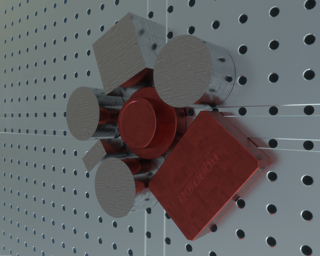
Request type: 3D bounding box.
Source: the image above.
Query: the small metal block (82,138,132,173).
[{"bbox_3d":[-0.077,0.040,0.456,0.050,0.050,0.025,-45,63,31],"label":"small metal block"}]

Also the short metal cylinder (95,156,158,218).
[{"bbox_3d":[-0.045,0.079,0.430,0.080,0.050,0.080,0,90,40],"label":"short metal cylinder"}]

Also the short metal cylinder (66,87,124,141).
[{"bbox_3d":[-0.098,-0.021,0.473,0.080,0.050,0.080,0,90,40],"label":"short metal cylinder"}]

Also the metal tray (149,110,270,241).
[{"bbox_3d":[0.051,0.055,0.363,0.090,0.030,0.129,48,118,29],"label":"metal tray"}]

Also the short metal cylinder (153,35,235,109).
[{"bbox_3d":[0.039,-0.062,0.360,0.080,0.050,0.080,0,90,40],"label":"short metal cylinder"}]

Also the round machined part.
[{"bbox_3d":[-0.018,-0.007,0.412,0.098,0.042,0.097,0,90,40],"label":"round machined part"}]

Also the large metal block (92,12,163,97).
[{"bbox_3d":[-0.041,-0.096,0.427,0.080,0.050,0.080,-27,73,37],"label":"large metal block"}]
